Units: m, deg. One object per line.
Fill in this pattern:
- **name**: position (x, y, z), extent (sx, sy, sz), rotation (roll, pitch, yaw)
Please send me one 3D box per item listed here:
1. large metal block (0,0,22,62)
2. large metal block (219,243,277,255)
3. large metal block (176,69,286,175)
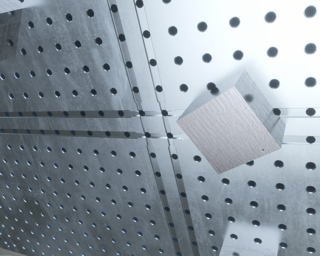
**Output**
- **large metal block**: position (-0.248, -0.148, 0.431), extent (0.080, 0.050, 0.079), rotation (35, 129, 5)
- **large metal block**: position (0.132, 0.230, 0.467), extent (0.080, 0.050, 0.079), rotation (2, 120, 26)
- **large metal block**: position (0.080, -0.005, 0.349), extent (0.080, 0.050, 0.080), rotation (-32, 101, 38)
